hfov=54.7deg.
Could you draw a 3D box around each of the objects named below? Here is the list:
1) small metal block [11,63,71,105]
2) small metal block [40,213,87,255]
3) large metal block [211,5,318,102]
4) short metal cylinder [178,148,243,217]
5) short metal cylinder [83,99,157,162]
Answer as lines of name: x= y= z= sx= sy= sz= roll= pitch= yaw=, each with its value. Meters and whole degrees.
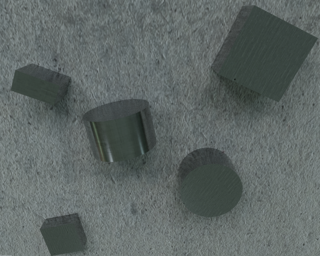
small metal block: x=-0.142 y=-0.054 z=0.375 sx=0.050 sy=0.050 sz=0.025 roll=20 pitch=109 yaw=-8
small metal block: x=-0.144 y=0.161 z=0.467 sx=0.050 sy=0.025 sz=0.050 roll=-11 pitch=110 yaw=3
large metal block: x=0.119 y=-0.088 z=0.366 sx=0.080 sy=0.050 sz=0.079 roll=23 pitch=108 yaw=-9
short metal cylinder: x=0.067 y=0.074 z=0.425 sx=0.081 sy=0.050 sz=0.079 roll=0 pitch=110 yaw=-1
short metal cylinder: x=-0.048 y=0.001 z=0.380 sx=0.080 sy=0.080 sz=0.050 roll=-10 pitch=110 yaw=3
